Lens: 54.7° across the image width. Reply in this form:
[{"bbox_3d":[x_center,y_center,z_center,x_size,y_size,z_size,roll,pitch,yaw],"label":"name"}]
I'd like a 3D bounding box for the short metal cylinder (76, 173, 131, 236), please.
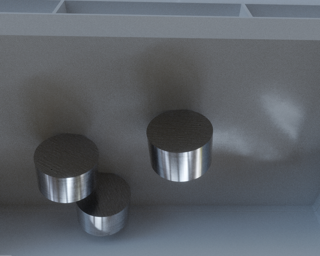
[{"bbox_3d":[-0.086,0.115,0.470,0.081,0.080,0.050,5,130,-4],"label":"short metal cylinder"}]

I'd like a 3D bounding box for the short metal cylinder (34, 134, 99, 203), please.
[{"bbox_3d":[-0.124,0.053,0.416,0.081,0.080,0.050,6,130,-6],"label":"short metal cylinder"}]

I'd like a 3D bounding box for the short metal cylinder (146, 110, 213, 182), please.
[{"bbox_3d":[0.026,0.021,0.391,0.080,0.080,0.050,-3,130,2],"label":"short metal cylinder"}]
